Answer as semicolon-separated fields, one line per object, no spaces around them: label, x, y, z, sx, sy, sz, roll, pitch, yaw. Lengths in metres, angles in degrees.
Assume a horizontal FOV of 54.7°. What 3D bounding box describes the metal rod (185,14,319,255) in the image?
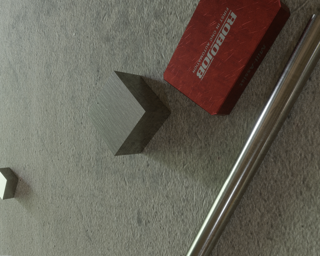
metal rod;0.094;0.032;0.326;0.025;0.025;0.298;35;112;34

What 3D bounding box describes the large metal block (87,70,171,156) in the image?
large metal block;-0.045;-0.019;0.426;0.080;0.050;0.080;52;120;27

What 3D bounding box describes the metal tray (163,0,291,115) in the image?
metal tray;0.068;-0.090;0.346;0.090;0.030;0.129;42;115;32

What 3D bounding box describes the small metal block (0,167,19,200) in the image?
small metal block;-0.343;0.123;0.688;0.050;0.025;0.050;31;109;35
